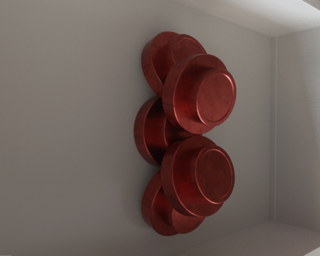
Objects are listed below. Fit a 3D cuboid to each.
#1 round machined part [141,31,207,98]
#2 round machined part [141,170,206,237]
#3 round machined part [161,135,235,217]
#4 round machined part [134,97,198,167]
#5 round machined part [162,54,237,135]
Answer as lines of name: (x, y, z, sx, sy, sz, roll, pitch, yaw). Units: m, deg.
round machined part: (0.028, -0.082, 0.402, 0.099, 0.042, 0.098, 16, 64, -35)
round machined part: (0.028, 0.096, 0.399, 0.099, 0.042, 0.097, -15, 114, -36)
round machined part: (0.052, 0.056, 0.371, 0.099, 0.042, 0.098, 11, 72, -38)
round machined part: (0.018, 0.004, 0.408, 0.099, 0.042, 0.097, 1, 88, -40)
round machined part: (0.054, -0.039, 0.372, 0.099, 0.042, 0.097, -13, 110, -37)
